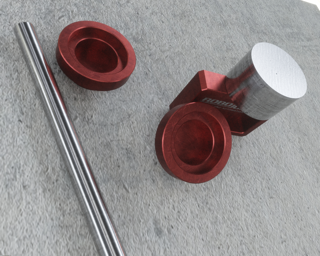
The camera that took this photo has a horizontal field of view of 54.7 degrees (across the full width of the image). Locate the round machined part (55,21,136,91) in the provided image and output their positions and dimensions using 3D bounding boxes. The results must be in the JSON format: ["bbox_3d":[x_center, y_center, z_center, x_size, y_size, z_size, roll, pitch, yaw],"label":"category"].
[{"bbox_3d":[-0.085,-0.088,0.402,0.099,0.042,0.098,14,56,-21],"label":"round machined part"}]

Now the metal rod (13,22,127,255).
[{"bbox_3d":[-0.106,0.004,0.344,0.025,0.025,0.299,-15,69,-34],"label":"metal rod"}]

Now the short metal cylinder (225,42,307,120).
[{"bbox_3d":[0.128,-0.056,0.376,0.081,0.050,0.080,14,56,-21],"label":"short metal cylinder"}]

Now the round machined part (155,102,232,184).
[{"bbox_3d":[0.038,0.018,0.387,0.099,0.042,0.097,0,91,-26],"label":"round machined part"}]

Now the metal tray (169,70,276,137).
[{"bbox_3d":[0.090,-0.029,0.430,0.131,0.090,0.030,9,58,-24],"label":"metal tray"}]
